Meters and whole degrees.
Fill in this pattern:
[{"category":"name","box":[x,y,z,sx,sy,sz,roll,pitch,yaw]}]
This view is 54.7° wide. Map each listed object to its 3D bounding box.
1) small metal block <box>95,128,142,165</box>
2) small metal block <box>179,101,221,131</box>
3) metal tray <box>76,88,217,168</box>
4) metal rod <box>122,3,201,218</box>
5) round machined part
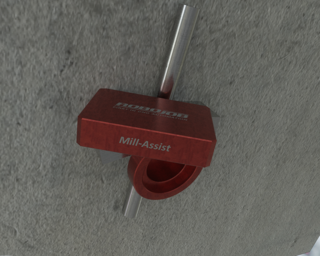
[{"category":"small metal block","box":[-0.054,0.012,0.371,0.050,0.050,0.025,-18,126,-19]},{"category":"small metal block","box":[0.042,-0.014,0.408,0.050,0.050,0.025,-2,119,-28]},{"category":"metal tray","box":[-0.011,-0.004,0.329,0.131,0.090,0.030,10,115,-1]},{"category":"metal rod","box":[-0.006,-0.005,0.404,0.025,0.025,0.298,2,117,-30]},{"category":"round machined part","box":[0.005,0.040,0.390,0.099,0.042,0.097,-16,129,-21]}]
